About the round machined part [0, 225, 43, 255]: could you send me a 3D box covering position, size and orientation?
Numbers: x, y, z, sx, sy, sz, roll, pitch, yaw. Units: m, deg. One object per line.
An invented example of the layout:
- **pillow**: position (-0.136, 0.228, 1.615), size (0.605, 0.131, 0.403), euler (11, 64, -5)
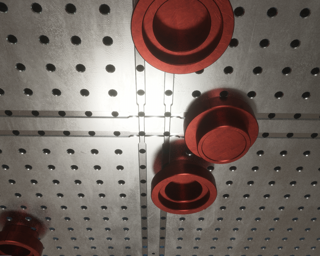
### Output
- **round machined part**: position (-0.270, 0.219, 0.583), size (0.099, 0.042, 0.097), euler (-1, 130, 0)

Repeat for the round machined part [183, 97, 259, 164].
- **round machined part**: position (0.081, 0.010, 0.410), size (0.099, 0.042, 0.097), euler (-1, 130, 0)

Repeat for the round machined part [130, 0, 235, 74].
- **round machined part**: position (0.021, -0.107, 0.310), size (0.099, 0.042, 0.097), euler (-1, 130, 0)

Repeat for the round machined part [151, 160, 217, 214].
- **round machined part**: position (0.035, 0.087, 0.475), size (0.099, 0.042, 0.097), euler (-1, 130, 0)
